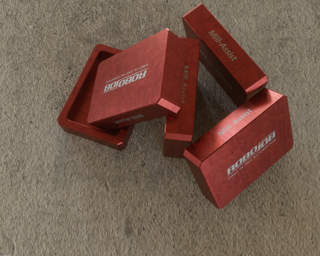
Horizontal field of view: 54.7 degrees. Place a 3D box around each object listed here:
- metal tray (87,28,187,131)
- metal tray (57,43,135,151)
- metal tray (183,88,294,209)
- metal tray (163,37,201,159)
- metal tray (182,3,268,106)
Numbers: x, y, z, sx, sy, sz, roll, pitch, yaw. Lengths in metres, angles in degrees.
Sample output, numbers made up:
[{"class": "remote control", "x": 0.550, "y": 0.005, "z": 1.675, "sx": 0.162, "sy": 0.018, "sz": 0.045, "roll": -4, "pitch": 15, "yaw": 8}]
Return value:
[{"class": "metal tray", "x": -0.031, "y": -0.052, "z": 0.368, "sx": 0.130, "sy": 0.030, "sz": 0.090, "roll": -13, "pitch": 63, "yaw": 43}, {"class": "metal tray", "x": -0.068, "y": -0.044, "z": 0.422, "sx": 0.090, "sy": 0.030, "sz": 0.130, "roll": 19, "pitch": 71, "yaw": 6}, {"class": "metal tray", "x": 0.098, "y": 0.025, "z": 0.367, "sx": 0.131, "sy": 0.090, "sz": 0.030, "roll": -37, "pitch": 39, "yaw": -12}, {"class": "metal tray", "x": 0.026, "y": -0.035, "z": 0.388, "sx": 0.030, "sy": 0.090, "sz": 0.130, "roll": 6, "pitch": 71, "yaw": 2}, {"class": "metal tray", "x": 0.083, "y": -0.088, "z": 0.406, "sx": 0.030, "sy": 0.090, "sz": 0.130, "roll": -36, "pitch": 74, "yaw": 3}]
